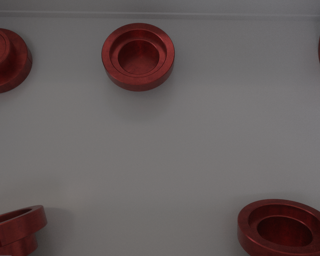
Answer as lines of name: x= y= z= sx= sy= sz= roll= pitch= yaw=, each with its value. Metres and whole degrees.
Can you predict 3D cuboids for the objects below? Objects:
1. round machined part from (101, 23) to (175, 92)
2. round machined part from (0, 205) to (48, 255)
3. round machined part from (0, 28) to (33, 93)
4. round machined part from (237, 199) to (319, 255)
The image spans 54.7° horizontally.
round machined part: x=-0.029 y=-0.094 z=0.435 sx=0.099 sy=0.042 sz=0.098 roll=0 pitch=70 yaw=0
round machined part: x=-0.170 y=0.119 z=0.329 sx=0.099 sy=0.098 sz=0.042 roll=-15 pitch=88 yaw=-6
round machined part: x=-0.236 y=-0.100 z=0.434 sx=0.099 sy=0.042 sz=0.098 roll=1 pitch=70 yaw=-3
round machined part: x=0.135 y=0.121 z=0.338 sx=0.099 sy=0.098 sz=0.042 roll=-4 pitch=108 yaw=-2
